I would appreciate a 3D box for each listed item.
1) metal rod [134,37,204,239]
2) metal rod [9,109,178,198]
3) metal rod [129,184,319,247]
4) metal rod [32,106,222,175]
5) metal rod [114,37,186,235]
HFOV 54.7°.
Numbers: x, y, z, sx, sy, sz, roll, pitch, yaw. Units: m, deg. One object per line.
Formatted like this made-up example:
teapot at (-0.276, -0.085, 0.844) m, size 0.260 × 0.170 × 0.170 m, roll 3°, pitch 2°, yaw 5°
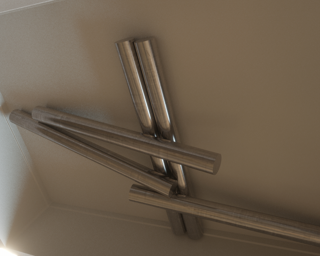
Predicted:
metal rod at (0.019, 0.031, 0.413) m, size 0.025 × 0.025 × 0.298 m, roll -1°, pitch 118°, yaw 28°
metal rod at (-0.113, 0.030, 0.467) m, size 0.301 × 0.025 × 0.025 m, roll 21°, pitch 127°, yaw 21°
metal rod at (0.103, 0.116, 0.401) m, size 0.301 × 0.025 × 0.025 m, roll 10°, pitch 123°, yaw 16°
metal rod at (-0.064, 0.009, 0.419) m, size 0.300 × 0.025 × 0.025 m, roll 14°, pitch 125°, yaw 28°
metal rod at (-0.005, 0.028, 0.423) m, size 0.025 × 0.025 × 0.298 m, roll -1°, pitch 118°, yaw 28°
